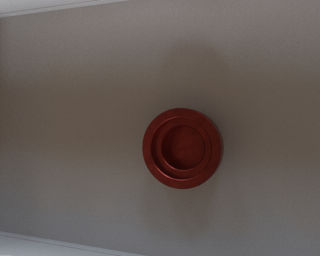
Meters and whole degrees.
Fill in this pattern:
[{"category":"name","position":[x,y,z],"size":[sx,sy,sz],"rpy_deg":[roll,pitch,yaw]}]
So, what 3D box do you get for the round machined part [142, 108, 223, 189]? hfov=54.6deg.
[{"category":"round machined part","position":[0.031,0.024,0.391],"size":[0.098,0.042,0.097],"rpy_deg":[0,90,20]}]
